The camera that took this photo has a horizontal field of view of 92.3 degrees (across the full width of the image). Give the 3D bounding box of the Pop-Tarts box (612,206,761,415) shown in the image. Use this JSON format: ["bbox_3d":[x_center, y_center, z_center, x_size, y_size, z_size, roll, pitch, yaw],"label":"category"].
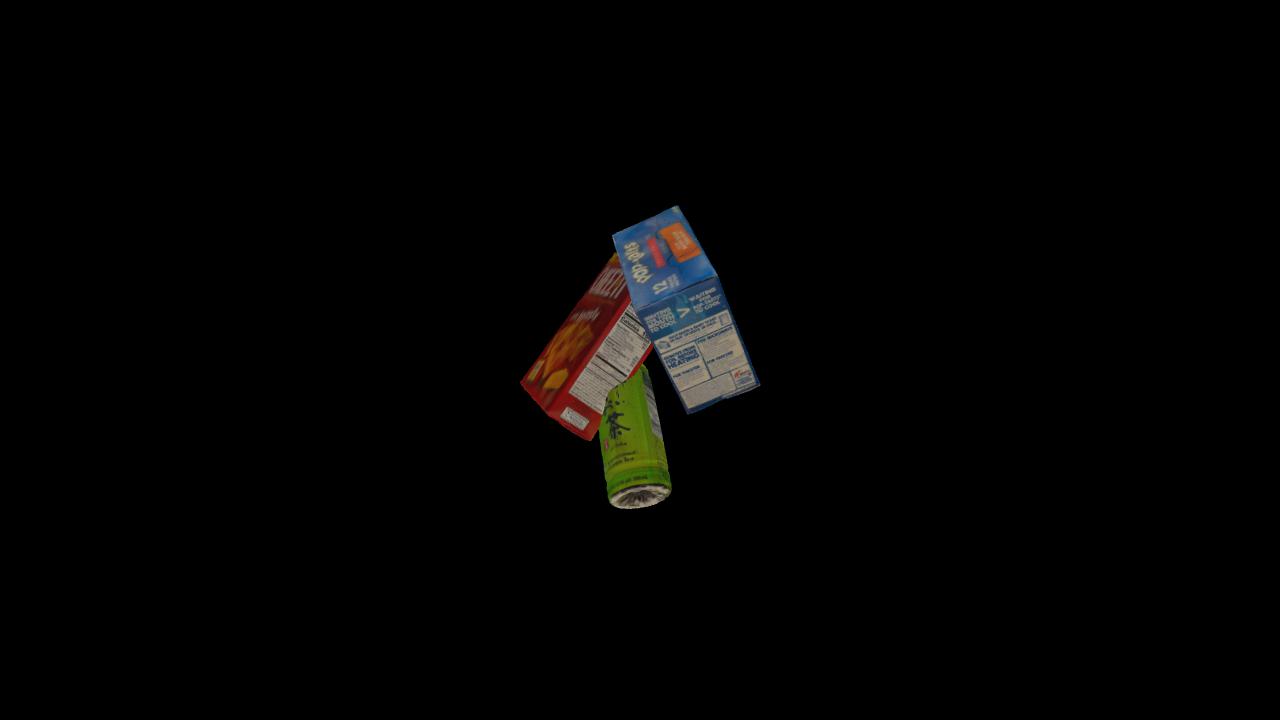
[{"bbox_3d":[0.045,-0.055,0.636,0.083,0.141,0.167,-25,35,6],"label":"Pop-Tarts box"}]

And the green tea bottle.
[{"bbox_3d":[-0.015,0.059,0.703,0.073,0.212,0.073,-6,-34,-4],"label":"green tea bottle"}]

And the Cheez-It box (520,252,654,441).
[{"bbox_3d":[-0.046,-0.028,0.756,0.071,0.223,0.166,37,-4,-23],"label":"Cheez-It box"}]
